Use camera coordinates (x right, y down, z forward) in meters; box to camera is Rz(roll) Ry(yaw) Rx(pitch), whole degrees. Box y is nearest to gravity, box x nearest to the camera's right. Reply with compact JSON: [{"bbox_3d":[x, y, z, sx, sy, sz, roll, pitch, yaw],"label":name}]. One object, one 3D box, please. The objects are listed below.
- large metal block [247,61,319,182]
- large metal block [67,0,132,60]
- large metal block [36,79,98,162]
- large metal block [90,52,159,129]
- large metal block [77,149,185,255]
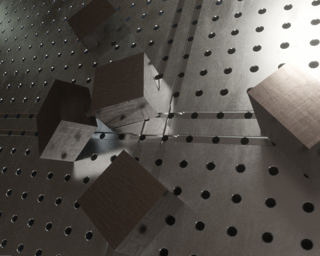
[{"bbox_3d":[0.138,-0.005,0.303,0.050,0.080,0.080,-37,51,3],"label":"large metal block"},{"bbox_3d":[-0.111,-0.184,0.561,0.080,0.050,0.080,-38,51,2],"label":"large metal block"},{"bbox_3d":[-0.137,-0.009,0.447,0.080,0.050,0.080,-50,45,32],"label":"large metal block"},{"bbox_3d":[-0.049,-0.053,0.448,0.080,0.050,0.080,-14,56,19],"label":"large metal block"},{"bbox_3d":[-0.034,0.085,0.356,0.080,0.050,0.080,-48,52,-6],"label":"large metal block"}]
